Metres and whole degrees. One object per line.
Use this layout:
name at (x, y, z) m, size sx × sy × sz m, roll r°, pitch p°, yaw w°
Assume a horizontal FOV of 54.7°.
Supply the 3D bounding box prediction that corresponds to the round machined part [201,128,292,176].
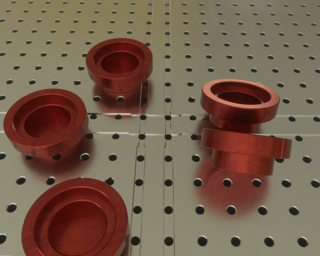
round machined part at (0.095, 0.027, 0.352) m, size 0.099 × 0.098 × 0.042 m, roll 8°, pitch 91°, yaw 6°

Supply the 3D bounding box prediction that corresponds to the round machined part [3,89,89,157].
round machined part at (-0.141, -0.002, 0.397) m, size 0.099 × 0.042 × 0.098 m, roll 0°, pitch 50°, yaw 0°

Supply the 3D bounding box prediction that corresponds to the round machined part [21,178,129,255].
round machined part at (-0.080, 0.103, 0.309) m, size 0.099 × 0.042 × 0.098 m, roll 0°, pitch 50°, yaw 0°

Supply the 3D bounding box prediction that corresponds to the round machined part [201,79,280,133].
round machined part at (0.102, -0.028, 0.408) m, size 0.099 × 0.042 × 0.098 m, roll 3°, pitch 29°, yaw -1°

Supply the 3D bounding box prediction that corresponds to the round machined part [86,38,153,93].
round machined part at (-0.060, -0.092, 0.473) m, size 0.099 × 0.042 × 0.098 m, roll 0°, pitch 50°, yaw 0°
